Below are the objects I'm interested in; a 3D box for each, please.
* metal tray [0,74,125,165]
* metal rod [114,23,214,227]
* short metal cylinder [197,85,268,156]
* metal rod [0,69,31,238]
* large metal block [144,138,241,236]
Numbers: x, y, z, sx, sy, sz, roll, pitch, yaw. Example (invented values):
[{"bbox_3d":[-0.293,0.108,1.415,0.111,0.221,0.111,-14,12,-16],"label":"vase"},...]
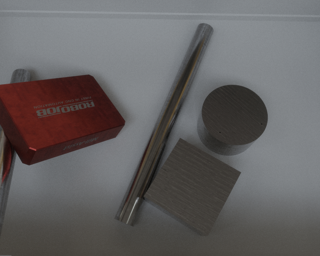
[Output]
[{"bbox_3d":[-0.117,-0.017,0.373,0.131,0.030,0.090,-19,66,-47],"label":"metal tray"},{"bbox_3d":[0.013,-0.018,0.416,0.025,0.025,0.300,21,71,7],"label":"metal rod"},{"bbox_3d":[0.091,-0.009,0.401,0.081,0.050,0.080,0,70,0],"label":"short metal cylinder"},{"bbox_3d":[-0.167,0.030,0.330,0.025,0.025,0.300,-11,45,-4],"label":"metal rod"},{"bbox_3d":[0.037,0.071,0.371,0.080,0.050,0.080,30,73,10],"label":"large metal block"}]
